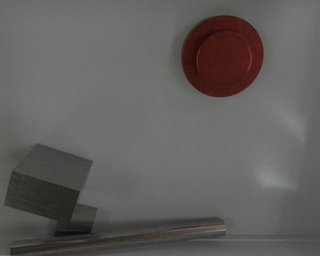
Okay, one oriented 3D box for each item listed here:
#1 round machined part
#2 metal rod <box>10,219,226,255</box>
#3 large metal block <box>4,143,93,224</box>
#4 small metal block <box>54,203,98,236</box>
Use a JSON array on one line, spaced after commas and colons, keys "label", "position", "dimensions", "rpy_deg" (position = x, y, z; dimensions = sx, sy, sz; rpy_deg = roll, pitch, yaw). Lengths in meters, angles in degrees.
[{"label": "round machined part", "position": [0.076, -0.084, 0.372], "dimensions": [0.099, 0.042, 0.097], "rpy_deg": [0, 110, -1]}, {"label": "metal rod", "position": [-0.054, 0.160, 0.449], "dimensions": [0.302, 0.025, 0.025], "rpy_deg": [-4, 110, -7]}, {"label": "large metal block", "position": [-0.141, 0.070, 0.406], "dimensions": [0.080, 0.080, 0.050], "rpy_deg": [19, 109, -7]}, {"label": "small metal block", "position": [-0.125, 0.141, 0.462], "dimensions": [0.050, 0.025, 0.050], "rpy_deg": [15, 109, -6]}]
